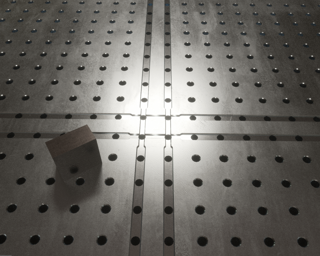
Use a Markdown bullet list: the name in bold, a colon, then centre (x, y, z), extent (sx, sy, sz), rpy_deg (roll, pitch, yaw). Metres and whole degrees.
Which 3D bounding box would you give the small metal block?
- **small metal block**: centre (-0.100, 0.030, 0.365), extent (0.050, 0.050, 0.025), rpy_deg (-26, 55, -20)
